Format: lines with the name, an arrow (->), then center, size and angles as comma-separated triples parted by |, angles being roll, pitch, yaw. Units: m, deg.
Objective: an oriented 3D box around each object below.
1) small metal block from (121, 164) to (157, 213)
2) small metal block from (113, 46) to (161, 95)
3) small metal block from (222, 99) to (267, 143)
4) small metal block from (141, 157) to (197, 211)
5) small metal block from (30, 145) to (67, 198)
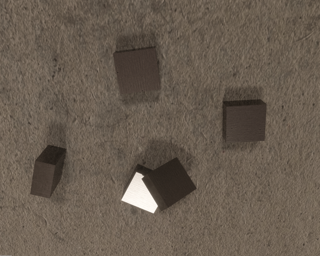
small metal block -> -0.021, 0.086, 0.441 | 0.050, 0.025, 0.050 | 25, 108, -9
small metal block -> -0.027, -0.072, 0.383 | 0.050, 0.025, 0.050 | -7, 110, 2
small metal block -> 0.110, -0.009, 0.408 | 0.050, 0.025, 0.050 | -3, 110, 1
small metal block -> 0.012, 0.074, 0.414 | 0.050, 0.025, 0.050 | -26, 78, -30
small metal block -> -0.149, 0.057, 0.416 | 0.025, 0.050, 0.050 | 14, 109, -6
